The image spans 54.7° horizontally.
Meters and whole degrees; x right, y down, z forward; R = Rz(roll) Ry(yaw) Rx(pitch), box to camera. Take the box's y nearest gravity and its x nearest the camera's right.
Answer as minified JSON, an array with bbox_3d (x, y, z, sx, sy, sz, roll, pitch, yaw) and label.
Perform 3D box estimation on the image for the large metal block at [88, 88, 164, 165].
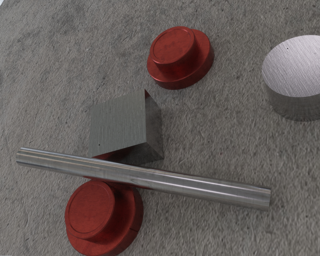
[{"bbox_3d":[-0.044,0.005,0.408,0.080,0.050,0.080,-16,55,19],"label":"large metal block"}]

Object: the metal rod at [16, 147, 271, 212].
[{"bbox_3d":[-0.034,0.053,0.352,0.301,0.025,0.025,7,65,18],"label":"metal rod"}]

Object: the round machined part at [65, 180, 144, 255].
[{"bbox_3d":[-0.073,0.101,0.369,0.098,0.042,0.098,-13,56,21],"label":"round machined part"}]

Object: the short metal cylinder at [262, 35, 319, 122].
[{"bbox_3d":[0.157,-0.053,0.338,0.080,0.050,0.080,-13,56,21],"label":"short metal cylinder"}]

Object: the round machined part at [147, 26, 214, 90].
[{"bbox_3d":[0.024,-0.107,0.446,0.098,0.042,0.098,-13,56,21],"label":"round machined part"}]
